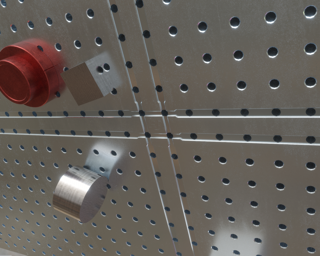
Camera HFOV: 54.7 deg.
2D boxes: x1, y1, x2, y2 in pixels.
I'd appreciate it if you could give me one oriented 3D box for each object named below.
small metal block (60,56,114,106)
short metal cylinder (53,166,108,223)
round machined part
[{"bbox_3d":[-0.100,-0.063,0.423,0.050,0.025,0.050,-14,111,33],"label":"small metal block"},{"bbox_3d":[-0.128,0.108,0.508,0.050,0.080,0.079,19,126,17],"label":"short metal cylinder"},{"bbox_3d":[-0.204,-0.074,0.460,0.098,0.042,0.097,13,124,20],"label":"round machined part"}]
